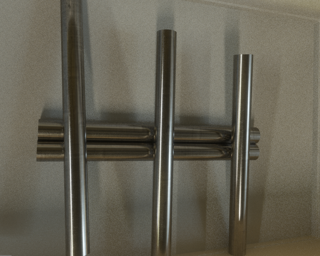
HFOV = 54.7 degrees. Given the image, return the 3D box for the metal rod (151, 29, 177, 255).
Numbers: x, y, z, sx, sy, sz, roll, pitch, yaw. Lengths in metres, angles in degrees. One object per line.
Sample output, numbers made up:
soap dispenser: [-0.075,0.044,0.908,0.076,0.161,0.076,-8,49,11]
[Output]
metal rod: [0.005,0.030,0.386,0.025,0.025,0.298,2,90,-20]

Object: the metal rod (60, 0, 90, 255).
metal rod: [-0.096,-0.014,0.348,0.025,0.025,0.298,-1,82,-20]

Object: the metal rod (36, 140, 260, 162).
metal rod: [-0.001,0.031,0.410,0.303,0.025,0.025,2,90,-21]

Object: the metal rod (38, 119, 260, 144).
metal rod: [0.001,0.007,0.411,0.303,0.025,0.025,2,90,-21]

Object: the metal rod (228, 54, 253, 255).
metal rod: [0.110,0.052,0.428,0.025,0.025,0.298,-4,100,-20]
